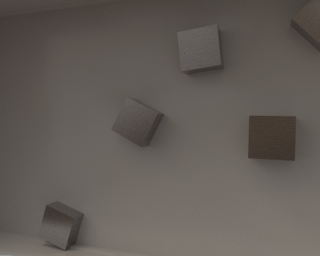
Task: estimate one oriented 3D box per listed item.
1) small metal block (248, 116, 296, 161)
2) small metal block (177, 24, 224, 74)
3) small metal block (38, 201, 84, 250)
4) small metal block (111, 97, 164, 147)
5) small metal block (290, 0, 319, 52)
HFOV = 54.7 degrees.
[{"bbox_3d":[0.131,0.011,0.364,0.050,0.025,0.050,2,91,20],"label":"small metal block"},{"bbox_3d":[0.052,-0.098,0.392,0.050,0.025,0.050,-6,88,20],"label":"small metal block"},{"bbox_3d":[-0.148,0.145,0.463,0.050,0.025,0.050,18,96,19],"label":"small metal block"},{"bbox_3d":[-0.030,-0.008,0.421,0.050,0.025,0.050,29,99,17],"label":"small metal block"},{"bbox_3d":[0.184,-0.120,0.345,0.050,0.025,0.050,-44,77,14],"label":"small metal block"}]
